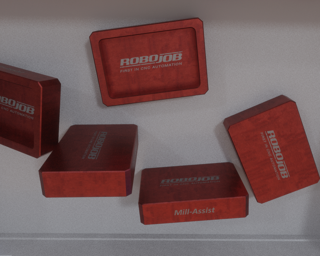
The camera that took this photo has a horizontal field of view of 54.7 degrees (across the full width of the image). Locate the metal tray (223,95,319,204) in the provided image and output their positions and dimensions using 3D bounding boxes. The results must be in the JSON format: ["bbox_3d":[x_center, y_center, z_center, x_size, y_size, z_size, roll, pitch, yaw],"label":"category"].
[{"bbox_3d":[0.152,0.031,0.422,0.090,0.030,0.129,-24,109,8],"label":"metal tray"}]

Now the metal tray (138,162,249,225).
[{"bbox_3d":[0.040,0.083,0.407,0.131,0.090,0.030,-4,110,1],"label":"metal tray"}]

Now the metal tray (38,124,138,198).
[{"bbox_3d":[-0.075,0.032,0.366,0.091,0.130,0.030,0,111,0],"label":"metal tray"}]

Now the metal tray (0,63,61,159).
[{"bbox_3d":[-0.181,-0.027,0.368,0.130,0.030,0.089,17,111,20],"label":"metal tray"}]

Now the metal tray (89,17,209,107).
[{"bbox_3d":[-0.011,-0.080,0.378,0.131,0.030,0.089,-7,110,2],"label":"metal tray"}]
